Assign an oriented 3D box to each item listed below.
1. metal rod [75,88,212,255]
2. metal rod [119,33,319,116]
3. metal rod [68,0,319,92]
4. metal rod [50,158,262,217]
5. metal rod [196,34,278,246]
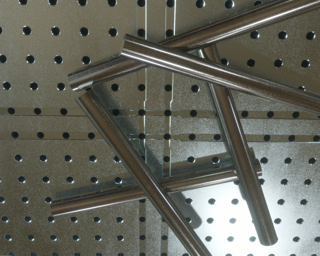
[{"bbox_3d":[-0.012,0.078,0.415,0.025,0.025,0.299,-32,104,10],"label":"metal rod"},{"bbox_3d":[0.102,-0.053,0.366,0.302,0.025,0.025,13,110,-17],"label":"metal rod"},{"bbox_3d":[0.031,-0.097,0.353,0.301,0.025,0.025,-16,110,15],"label":"metal rod"},{"bbox_3d":[-0.008,0.086,0.445,0.302,0.025,0.025,-12,110,4],"label":"metal rod"},{"bbox_3d":[0.100,0.020,0.401,0.025,0.025,0.298,-19,102,6],"label":"metal rod"}]
